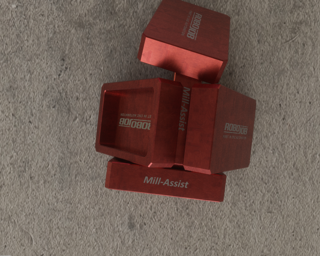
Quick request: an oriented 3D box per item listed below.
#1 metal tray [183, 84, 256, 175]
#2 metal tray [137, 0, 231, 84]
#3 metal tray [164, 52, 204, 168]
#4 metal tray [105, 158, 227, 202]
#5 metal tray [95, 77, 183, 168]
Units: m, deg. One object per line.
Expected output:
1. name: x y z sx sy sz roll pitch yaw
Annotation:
1. metal tray: 0.075 0.003 0.362 0.030 0.131 0.089 6 91 33
2. metal tray: 0.034 -0.109 0.365 0.090 0.130 0.030 18 131 -1
3. metal tray: 0.026 -0.021 0.378 0.030 0.090 0.129 7 90 0
4. metal tray: 0.006 0.058 0.378 0.131 0.090 0.030 7 90 -1
5. metal tray: -0.030 -0.008 0.362 0.030 0.130 0.089 6 90 -37
